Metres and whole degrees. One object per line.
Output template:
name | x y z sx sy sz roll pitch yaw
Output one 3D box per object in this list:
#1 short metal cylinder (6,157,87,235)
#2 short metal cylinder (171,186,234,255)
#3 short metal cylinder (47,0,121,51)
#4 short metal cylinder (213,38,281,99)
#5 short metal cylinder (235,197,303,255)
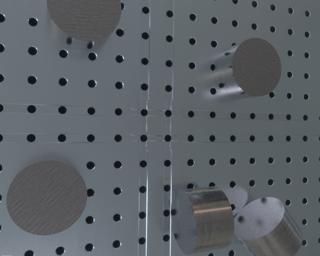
short metal cylinder | -0.127 0.074 0.352 0.081 0.050 0.080 0 90 -20
short metal cylinder | 0.053 0.118 0.403 0.050 0.080 0.079 -1 91 -20
short metal cylinder | -0.091 -0.136 0.365 0.081 0.050 0.079 0 90 -20
short metal cylinder | 0.124 -0.083 0.445 0.081 0.050 0.079 0 90 -20
short metal cylinder | 0.151 0.145 0.439 0.080 0.080 0.050 -40 103 -16
